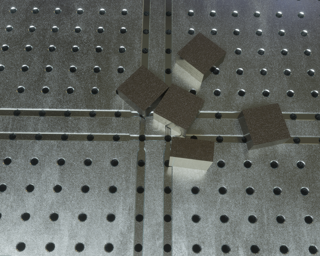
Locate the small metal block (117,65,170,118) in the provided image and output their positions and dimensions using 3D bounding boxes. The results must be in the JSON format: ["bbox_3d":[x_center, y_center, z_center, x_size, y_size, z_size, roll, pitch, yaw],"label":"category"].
[{"bbox_3d":[-0.023,-0.051,0.430,0.050,0.025,0.050,41,75,13],"label":"small metal block"}]

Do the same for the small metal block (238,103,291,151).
[{"bbox_3d":[0.138,-0.001,0.414,0.050,0.025,0.050,-11,71,-5],"label":"small metal block"}]

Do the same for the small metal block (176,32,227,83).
[{"bbox_3d":[0.059,-0.102,0.450,0.050,0.025,0.050,41,75,13],"label":"small metal block"}]

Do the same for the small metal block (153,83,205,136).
[{"bbox_3d":[0.026,-0.025,0.421,0.050,0.025,0.050,29,72,10],"label":"small metal block"}]

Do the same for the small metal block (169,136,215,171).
[{"bbox_3d":[0.038,0.033,0.387,0.050,0.050,0.025,7,70,2],"label":"small metal block"}]
